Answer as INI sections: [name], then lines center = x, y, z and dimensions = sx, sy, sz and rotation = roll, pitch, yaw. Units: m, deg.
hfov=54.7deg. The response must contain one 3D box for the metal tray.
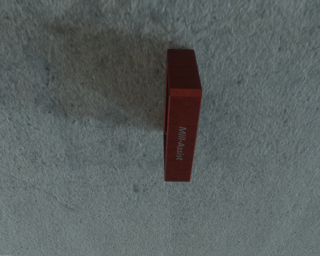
[metal tray]
center = 0.022, -0.012, 0.354
dimensions = 0.030, 0.090, 0.129
rotation = 1, 130, -1
